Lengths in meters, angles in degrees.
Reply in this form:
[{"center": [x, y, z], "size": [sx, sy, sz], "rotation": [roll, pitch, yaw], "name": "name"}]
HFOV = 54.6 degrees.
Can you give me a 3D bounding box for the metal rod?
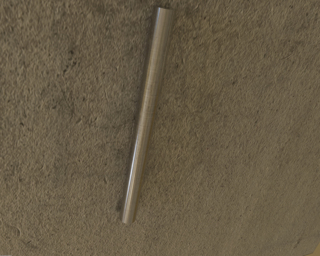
[{"center": [-0.021, 0.003, 0.395], "size": [0.025, 0.025, 0.298], "rotation": [-3, 120, -27], "name": "metal rod"}]
